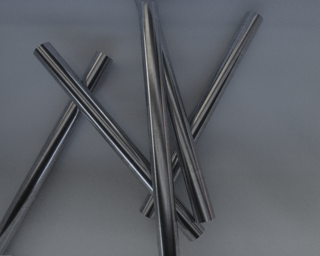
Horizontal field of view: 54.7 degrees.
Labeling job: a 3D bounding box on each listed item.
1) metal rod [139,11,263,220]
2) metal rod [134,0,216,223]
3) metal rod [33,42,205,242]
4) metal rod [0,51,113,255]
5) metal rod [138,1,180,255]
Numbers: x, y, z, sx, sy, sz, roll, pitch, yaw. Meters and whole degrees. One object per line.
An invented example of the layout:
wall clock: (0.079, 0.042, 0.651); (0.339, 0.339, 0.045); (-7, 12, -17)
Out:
metal rod: (0.055, -0.017, 0.412); (0.025, 0.025, 0.299); (28, 90, -1)
metal rod: (0.016, -0.032, 0.392); (0.025, 0.025, 0.298); (-15, 83, 0)
metal rod: (-0.050, 0.017, 0.384); (0.025, 0.025, 0.300); (-40, 91, 0)
metal rod: (-0.146, 0.035, 0.409); (0.025, 0.025, 0.299); (29, 90, -1)
metal rod: (-0.002, -0.003, 0.367); (0.025, 0.025, 0.298); (-5, 85, -1)
